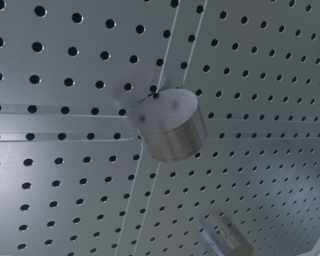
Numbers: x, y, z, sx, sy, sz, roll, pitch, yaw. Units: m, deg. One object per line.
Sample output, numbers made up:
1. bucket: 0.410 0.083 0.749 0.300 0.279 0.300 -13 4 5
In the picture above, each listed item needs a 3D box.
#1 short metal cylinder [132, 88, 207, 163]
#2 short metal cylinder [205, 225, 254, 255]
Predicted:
1. short metal cylinder: 0.013 -0.004 0.380 0.080 0.080 0.050 -30 129 -9
2. short metal cylinder: 0.139 0.244 0.622 0.081 0.050 0.079 -14 124 -21
